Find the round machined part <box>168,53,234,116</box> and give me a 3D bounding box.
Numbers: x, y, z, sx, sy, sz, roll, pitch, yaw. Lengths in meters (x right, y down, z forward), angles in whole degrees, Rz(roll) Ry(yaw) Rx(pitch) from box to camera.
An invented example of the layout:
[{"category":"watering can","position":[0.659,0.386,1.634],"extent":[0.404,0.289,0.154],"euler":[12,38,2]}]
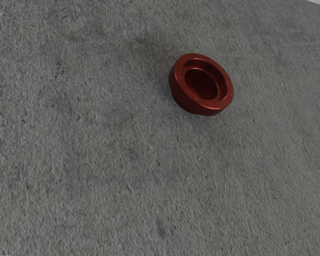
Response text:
[{"category":"round machined part","position":[0.056,-0.059,0.459],"extent":[0.099,0.042,0.098],"euler":[13,56,-21]}]
